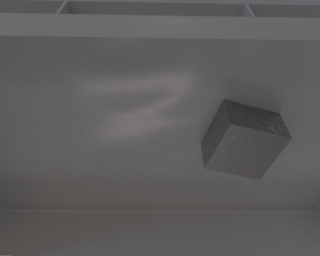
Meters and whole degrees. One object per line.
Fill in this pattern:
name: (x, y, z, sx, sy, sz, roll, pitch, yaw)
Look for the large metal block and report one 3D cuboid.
large metal block: (0.108, 0.017, 0.408, 0.080, 0.050, 0.079, 13, 129, -11)
